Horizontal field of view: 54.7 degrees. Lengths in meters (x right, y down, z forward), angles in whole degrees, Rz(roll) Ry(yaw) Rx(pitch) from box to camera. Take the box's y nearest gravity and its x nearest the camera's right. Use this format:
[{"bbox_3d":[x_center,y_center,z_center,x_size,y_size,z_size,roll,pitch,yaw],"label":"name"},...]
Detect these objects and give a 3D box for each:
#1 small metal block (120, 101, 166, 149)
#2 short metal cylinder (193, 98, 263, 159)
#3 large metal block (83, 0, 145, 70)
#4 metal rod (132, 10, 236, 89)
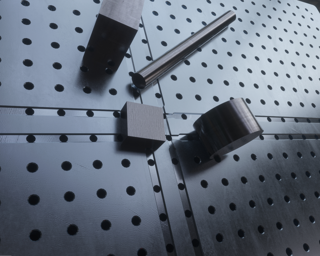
[{"bbox_3d":[-0.023,-0.003,0.399,0.050,0.025,0.050,9,58,-24],"label":"small metal block"},{"bbox_3d":[0.092,0.002,0.424,0.081,0.080,0.050,-14,70,-34],"label":"short metal cylinder"},{"bbox_3d":[-0.063,-0.143,0.427,0.050,0.080,0.080,19,54,-18],"label":"large metal block"},{"bbox_3d":[0.056,-0.145,0.528,0.025,0.025,0.302,45,51,3],"label":"metal rod"}]
